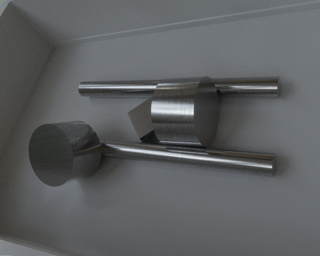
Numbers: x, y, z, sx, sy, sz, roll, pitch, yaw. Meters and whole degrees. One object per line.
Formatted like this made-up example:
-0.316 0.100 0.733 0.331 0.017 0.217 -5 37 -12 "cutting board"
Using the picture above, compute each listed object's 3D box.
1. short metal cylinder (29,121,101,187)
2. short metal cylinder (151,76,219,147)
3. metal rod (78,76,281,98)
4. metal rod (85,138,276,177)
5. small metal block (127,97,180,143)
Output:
-0.125 0.032 0.410 0.080 0.050 0.079 4 98 29 "short metal cylinder"
0.032 -0.019 0.363 0.050 0.080 0.080 2 63 29 "short metal cylinder"
0.007 -0.055 0.432 0.300 0.025 0.025 3 64 29 "metal rod"
-0.014 0.031 0.390 0.300 0.025 0.025 3 63 29 "metal rod"
-0.009 -0.011 0.414 0.050 0.025 0.050 -33 52 6 "small metal block"
